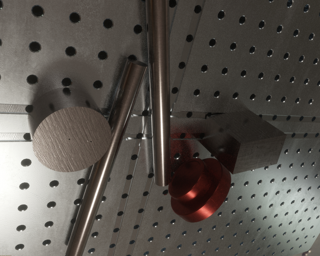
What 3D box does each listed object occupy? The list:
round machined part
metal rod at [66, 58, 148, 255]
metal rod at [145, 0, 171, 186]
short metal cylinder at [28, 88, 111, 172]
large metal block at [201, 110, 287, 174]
[{"bbox_3d":[0.050,0.082,0.449,0.042,0.098,0.098,42,94,-20],"label":"round machined part"},{"bbox_3d":[-0.076,0.055,0.404,0.025,0.025,0.298,8,115,-32],"label":"metal rod"},{"bbox_3d":[0.000,-0.047,0.383,0.025,0.025,0.298,-15,125,-20],"label":"metal rod"},{"bbox_3d":[-0.100,0.002,0.342,0.081,0.050,0.079,-14,124,-21],"label":"short metal cylinder"},{"bbox_3d":[0.120,0.017,0.454,0.081,0.080,0.050,-8,122,-25],"label":"large metal block"}]
